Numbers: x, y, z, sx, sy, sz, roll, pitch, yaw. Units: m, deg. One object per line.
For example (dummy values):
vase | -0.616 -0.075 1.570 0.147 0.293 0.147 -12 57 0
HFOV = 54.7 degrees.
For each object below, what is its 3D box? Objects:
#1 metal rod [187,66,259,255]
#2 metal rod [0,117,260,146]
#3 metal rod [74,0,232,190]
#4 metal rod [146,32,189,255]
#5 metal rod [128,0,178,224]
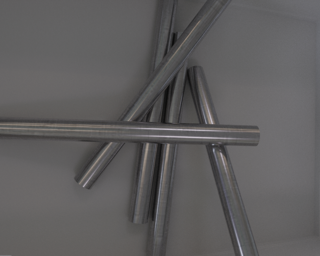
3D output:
metal rod | 0.077 0.056 0.373 0.025 0.025 0.299 -4 66 -20
metal rod | -0.036 0.005 0.354 0.302 0.025 0.025 2 90 -6
metal rod | -0.005 -0.053 0.382 0.025 0.025 0.300 37 88 -16
metal rod | 0.012 0.022 0.414 0.025 0.025 0.298 8 87 -20
metal rod | -0.008 -0.028 0.407 0.025 0.025 0.298 9 87 -20
